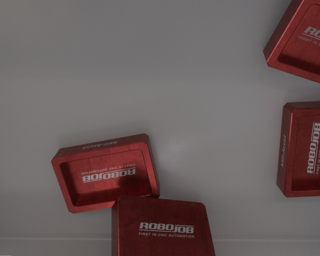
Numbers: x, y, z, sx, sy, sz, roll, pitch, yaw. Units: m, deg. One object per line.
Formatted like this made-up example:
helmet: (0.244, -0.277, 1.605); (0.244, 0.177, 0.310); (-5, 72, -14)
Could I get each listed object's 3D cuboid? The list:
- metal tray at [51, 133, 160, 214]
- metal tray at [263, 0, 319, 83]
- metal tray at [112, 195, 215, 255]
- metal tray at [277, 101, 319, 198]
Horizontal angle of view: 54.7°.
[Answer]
metal tray: (-0.072, 0.064, 0.431); (0.131, 0.030, 0.089); (-10, 110, 3)
metal tray: (0.201, -0.098, 0.358); (0.131, 0.030, 0.089); (16, 130, -6)
metal tray: (0.004, 0.140, 0.407); (0.131, 0.090, 0.030); (11, 137, -21)
metal tray: (0.213, 0.030, 0.421); (0.091, 0.030, 0.129); (-3, 110, 1)
